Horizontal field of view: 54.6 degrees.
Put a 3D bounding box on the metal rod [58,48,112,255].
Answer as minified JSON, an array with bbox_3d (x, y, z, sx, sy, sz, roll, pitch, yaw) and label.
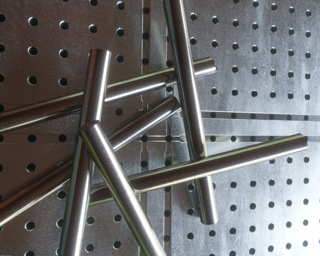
[{"bbox_3d":[-0.089,0.060,0.351,0.025,0.025,0.299,9,87,-20],"label":"metal rod"}]

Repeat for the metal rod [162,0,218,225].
[{"bbox_3d":[0.043,-0.013,0.408,0.025,0.025,0.298,-15,103,-19],"label":"metal rod"}]

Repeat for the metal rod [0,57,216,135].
[{"bbox_3d":[-0.064,-0.043,0.388,0.302,0.025,0.025,-18,96,-19],"label":"metal rod"}]

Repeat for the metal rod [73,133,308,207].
[{"bbox_3d":[0.042,0.053,0.393,0.302,0.025,0.025,-13,95,-7],"label":"metal rod"}]

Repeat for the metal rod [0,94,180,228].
[{"bbox_3d":[-0.100,0.045,0.375,0.301,0.025,0.025,-34,101,-17],"label":"metal rod"}]

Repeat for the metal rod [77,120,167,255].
[{"bbox_3d":[-0.020,0.127,0.376,0.025,0.025,0.299,-30,111,-17],"label":"metal rod"}]
